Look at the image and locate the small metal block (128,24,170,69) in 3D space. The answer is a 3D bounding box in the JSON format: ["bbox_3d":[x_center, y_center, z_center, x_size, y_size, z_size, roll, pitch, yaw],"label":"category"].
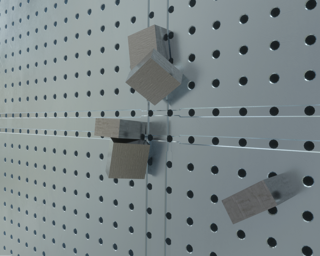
[{"bbox_3d":[-0.015,-0.106,0.423,0.050,0.025,0.050,-9,84,39],"label":"small metal block"}]

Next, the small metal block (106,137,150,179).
[{"bbox_3d":[-0.045,0.042,0.426,0.025,0.050,0.050,-141,59,-66],"label":"small metal block"}]

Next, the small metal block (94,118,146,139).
[{"bbox_3d":[-0.056,0.001,0.440,0.050,0.050,0.025,4,89,40],"label":"small metal block"}]

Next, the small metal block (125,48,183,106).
[{"bbox_3d":[-0.007,-0.064,0.397,0.050,0.050,0.025,-37,26,34],"label":"small metal block"}]

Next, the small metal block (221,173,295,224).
[{"bbox_3d":[0.099,0.071,0.312,0.050,0.050,0.025,-38,67,34],"label":"small metal block"}]
